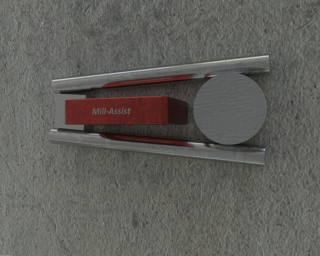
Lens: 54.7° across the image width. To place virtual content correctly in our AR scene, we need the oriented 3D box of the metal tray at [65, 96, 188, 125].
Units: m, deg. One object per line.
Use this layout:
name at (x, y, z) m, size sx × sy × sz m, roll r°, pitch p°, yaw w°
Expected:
metal tray at (-0.039, -0.019, 0.388) m, size 0.130 × 0.090 × 0.030 m, roll 0°, pitch 90°, yaw 20°

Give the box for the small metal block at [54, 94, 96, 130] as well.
small metal block at (-0.125, -0.023, 0.455) m, size 0.050 × 0.025 × 0.050 m, roll 5°, pitch 92°, yaw 19°

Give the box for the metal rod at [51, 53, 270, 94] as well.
metal rod at (-0.013, -0.069, 0.415) m, size 0.301 × 0.025 × 0.025 m, roll -3°, pitch 89°, yaw 19°

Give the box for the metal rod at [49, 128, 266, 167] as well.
metal rod at (-0.017, 0.022, 0.416) m, size 0.301 × 0.025 × 0.025 m, roll 5°, pitch 92°, yaw 19°

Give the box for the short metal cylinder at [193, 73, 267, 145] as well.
short metal cylinder at (0.085, -0.021, 0.366) m, size 0.080 × 0.050 × 0.079 m, roll 0°, pitch 90°, yaw 20°
